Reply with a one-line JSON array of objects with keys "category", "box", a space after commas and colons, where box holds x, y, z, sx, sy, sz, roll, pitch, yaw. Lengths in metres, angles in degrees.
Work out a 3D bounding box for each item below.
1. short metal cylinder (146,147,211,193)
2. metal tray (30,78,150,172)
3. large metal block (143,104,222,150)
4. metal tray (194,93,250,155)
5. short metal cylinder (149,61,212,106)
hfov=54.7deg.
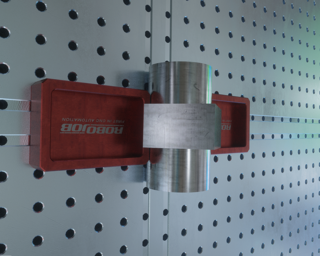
[{"category": "short metal cylinder", "box": [0.023, 0.049, 0.393, 0.081, 0.080, 0.050, 2, 89, -40]}, {"category": "metal tray", "box": [-0.072, -0.002, 0.345, 0.131, 0.030, 0.089, 1, 89, -40]}, {"category": "large metal block", "box": [0.031, -0.001, 0.380, 0.080, 0.080, 0.050, 7, 85, -74]}, {"category": "metal tray", "box": [0.089, -0.006, 0.480, 0.131, 0.030, 0.089, 1, 89, -40]}, {"category": "short metal cylinder", "box": [0.025, -0.051, 0.394, 0.081, 0.080, 0.050, 2, 89, -40]}]
